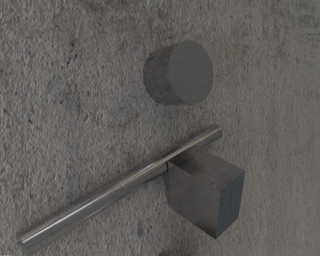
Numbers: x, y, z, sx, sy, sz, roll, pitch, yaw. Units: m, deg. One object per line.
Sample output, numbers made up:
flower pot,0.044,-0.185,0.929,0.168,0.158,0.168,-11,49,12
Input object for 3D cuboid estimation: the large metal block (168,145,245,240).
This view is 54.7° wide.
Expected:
large metal block,0.057,0.081,0.401,0.050,0.080,0.079,-28,130,-37

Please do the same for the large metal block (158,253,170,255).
large metal block,0.044,0.209,0.406,0.080,0.080,0.050,32,70,-36

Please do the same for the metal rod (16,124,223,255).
metal rod,-0.023,0.059,0.385,0.302,0.025,0.025,-26,107,-37

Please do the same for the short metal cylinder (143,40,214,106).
short metal cylinder,0.025,-0.070,0.409,0.081,0.050,0.080,0,90,-40
